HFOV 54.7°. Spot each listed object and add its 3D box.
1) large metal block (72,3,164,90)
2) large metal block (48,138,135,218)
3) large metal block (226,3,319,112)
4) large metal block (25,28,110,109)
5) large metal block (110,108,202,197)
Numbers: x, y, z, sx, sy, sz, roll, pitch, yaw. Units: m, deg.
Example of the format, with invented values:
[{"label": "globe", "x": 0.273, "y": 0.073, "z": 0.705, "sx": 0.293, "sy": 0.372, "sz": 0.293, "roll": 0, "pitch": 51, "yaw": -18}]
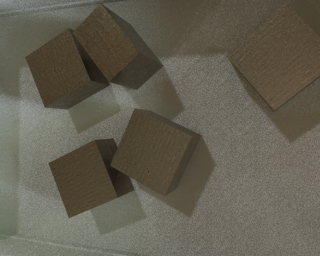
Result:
[{"label": "large metal block", "x": -0.051, "y": -0.100, "z": 0.399, "sx": 0.050, "sy": 0.080, "sz": 0.080, "roll": -40, "pitch": 77, "yaw": 16}, {"label": "large metal block", "x": -0.094, "y": 0.068, "z": 0.431, "sx": 0.080, "sy": 0.050, "sz": 0.080, "roll": -26, "pitch": 82, "yaw": 18}, {"label": "large metal block", "x": 0.135, "y": -0.075, "z": 0.349, "sx": 0.080, "sy": 0.050, "sz": 0.080, "roll": -41, "pitch": 77, "yaw": 15}, {"label": "large metal block", "x": -0.132, "y": -0.081, "z": 0.444, "sx": 0.080, "sy": 0.050, "sz": 0.080, "roll": -26, "pitch": 81, "yaw": 18}, {"label": "large metal block", "x": -0.004, "y": 0.029, "z": 0.399, "sx": 0.080, "sy": 0.050, "sz": 0.080, "roll": 26, "pitch": 99, "yaw": 18}]
